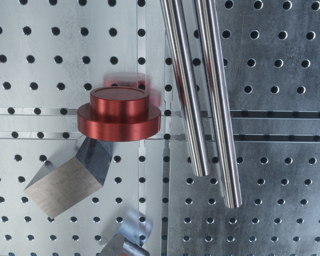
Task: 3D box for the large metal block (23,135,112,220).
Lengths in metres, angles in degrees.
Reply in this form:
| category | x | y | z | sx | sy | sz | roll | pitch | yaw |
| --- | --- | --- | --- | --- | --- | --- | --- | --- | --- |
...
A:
| category | x | y | z | sx | sy | sz | roll | pitch | yaw |
| --- | --- | --- | --- | --- | --- | --- | --- | --- | --- |
| large metal block | -0.115 | 0.058 | 0.404 | 0.080 | 0.080 | 0.050 | -33 | 107 | 11 |

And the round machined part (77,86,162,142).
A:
| category | x | y | z | sx | sy | sz | roll | pitch | yaw |
| --- | --- | --- | --- | --- | --- | --- | --- | --- | --- |
| round machined part | -0.047 | -0.022 | 0.366 | 0.099 | 0.098 | 0.042 | 3 | 110 | -2 |

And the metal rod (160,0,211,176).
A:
| category | x | y | z | sx | sy | sz | roll | pitch | yaw |
| --- | --- | --- | --- | --- | --- | --- | --- | --- | --- |
| metal rod | 0.029 | -0.075 | 0.386 | 0.025 | 0.025 | 0.298 | -11 | 110 | 4 |

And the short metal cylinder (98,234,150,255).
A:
| category | x | y | z | sx | sy | sz | roll | pitch | yaw |
| --- | --- | --- | --- | --- | --- | --- | --- | --- | --- |
| short metal cylinder | -0.059 | 0.207 | 0.460 | 0.050 | 0.080 | 0.080 | 40 | 105 | -14 |

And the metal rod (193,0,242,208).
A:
| category | x | y | z | sx | sy | sz | roll | pitch | yaw |
| --- | --- | --- | --- | --- | --- | --- | --- | --- | --- |
| metal rod | 0.078 | -0.026 | 0.404 | 0.025 | 0.025 | 0.298 | -11 | 110 | 3 |
